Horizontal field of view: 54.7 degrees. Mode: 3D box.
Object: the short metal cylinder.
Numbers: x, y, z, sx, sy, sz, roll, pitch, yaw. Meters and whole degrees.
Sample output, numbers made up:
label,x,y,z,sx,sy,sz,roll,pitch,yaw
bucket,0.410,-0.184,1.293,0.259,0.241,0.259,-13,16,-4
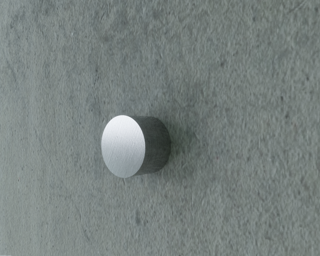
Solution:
label,x,y,z,sx,sy,sz,roll,pitch,yaw
short metal cylinder,-0.032,0.023,0.413,0.080,0.050,0.079,0,90,39
